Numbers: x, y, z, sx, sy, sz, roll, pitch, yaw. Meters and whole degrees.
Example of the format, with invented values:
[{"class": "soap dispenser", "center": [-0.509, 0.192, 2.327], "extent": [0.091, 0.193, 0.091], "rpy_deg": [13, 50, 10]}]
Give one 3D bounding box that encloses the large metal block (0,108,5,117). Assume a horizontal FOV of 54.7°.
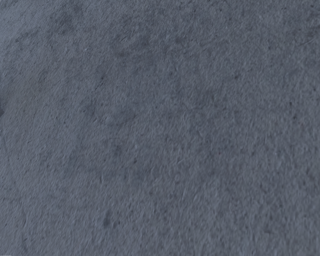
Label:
[{"class": "large metal block", "center": [-0.359, -0.029, 0.590], "extent": [0.080, 0.050, 0.080], "rpy_deg": [33, 80, 38]}]
